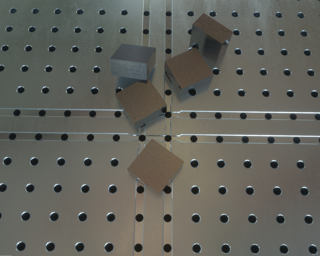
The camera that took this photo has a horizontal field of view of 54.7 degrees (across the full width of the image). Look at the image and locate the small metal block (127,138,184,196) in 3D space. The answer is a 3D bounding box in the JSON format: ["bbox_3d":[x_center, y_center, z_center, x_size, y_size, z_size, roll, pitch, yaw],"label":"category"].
[{"bbox_3d":[-0.005,0.050,0.393,0.050,0.025,0.050,35,73,11],"label":"small metal block"}]

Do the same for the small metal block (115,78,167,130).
[{"bbox_3d":[-0.025,-0.034,0.424,0.050,0.025,0.050,-31,73,-11],"label":"small metal block"}]

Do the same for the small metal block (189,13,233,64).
[{"bbox_3d":[0.072,-0.128,0.446,0.050,0.050,0.025,38,74,12],"label":"small metal block"}]

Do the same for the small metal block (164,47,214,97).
[{"bbox_3d":[0.040,-0.080,0.441,0.050,0.025,0.050,-26,72,-9],"label":"small metal block"}]

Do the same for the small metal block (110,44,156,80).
[{"bbox_3d":[-0.036,-0.093,0.431,0.050,0.025,0.050,10,39,9],"label":"small metal block"}]
